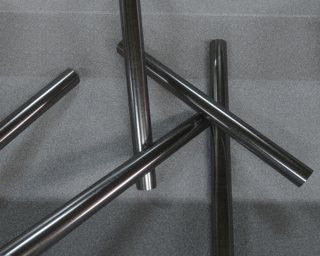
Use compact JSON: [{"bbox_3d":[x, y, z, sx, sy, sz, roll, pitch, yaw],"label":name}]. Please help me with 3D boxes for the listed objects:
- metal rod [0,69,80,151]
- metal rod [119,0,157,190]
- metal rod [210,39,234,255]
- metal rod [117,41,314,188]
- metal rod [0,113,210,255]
[{"bbox_3d":[-0.202,0.025,0.355,0.025,0.025,0.301,32,57,11],"label":"metal rod"},{"bbox_3d":[-0.029,-0.074,0.373,0.025,0.025,0.298,-5,94,-2],"label":"metal rod"},{"bbox_3d":[0.079,0.017,0.404,0.025,0.025,0.299,3,70,0],"label":"metal rod"},{"bbox_3d":[0.054,-0.031,0.399,0.300,0.025,0.025,39,74,21],"label":"metal rod"},{"bbox_3d":[-0.043,0.055,0.325,0.025,0.025,0.302,46,52,14],"label":"metal rod"}]
